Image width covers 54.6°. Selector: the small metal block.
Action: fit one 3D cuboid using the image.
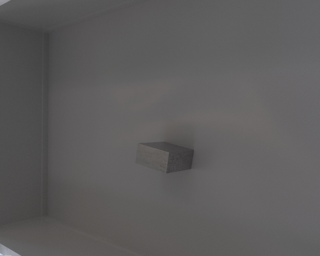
[{"bbox_3d":[0.006,0.035,0.387,0.050,0.050,0.025,13,99,39],"label":"small metal block"}]
